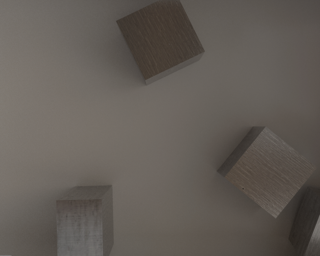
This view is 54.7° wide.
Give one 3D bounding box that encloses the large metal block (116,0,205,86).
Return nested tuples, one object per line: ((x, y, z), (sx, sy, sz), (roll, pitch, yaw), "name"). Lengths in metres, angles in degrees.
((0.001, -0.111, 0.399), (0.080, 0.050, 0.080), (-26, 90, -1), "large metal block")

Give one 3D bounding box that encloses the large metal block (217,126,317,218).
((0.135, 0.054, 0.401), (0.080, 0.050, 0.080), (39, 90, -1), "large metal block")

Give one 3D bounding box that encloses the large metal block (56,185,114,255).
((-0.089, 0.119, 0.383), (0.050, 0.080, 0.079), (-1, 90, 0), "large metal block")

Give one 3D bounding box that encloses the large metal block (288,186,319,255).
((0.224, 0.130, 0.394), (0.080, 0.050, 0.079), (14, 102, 1), "large metal block")
